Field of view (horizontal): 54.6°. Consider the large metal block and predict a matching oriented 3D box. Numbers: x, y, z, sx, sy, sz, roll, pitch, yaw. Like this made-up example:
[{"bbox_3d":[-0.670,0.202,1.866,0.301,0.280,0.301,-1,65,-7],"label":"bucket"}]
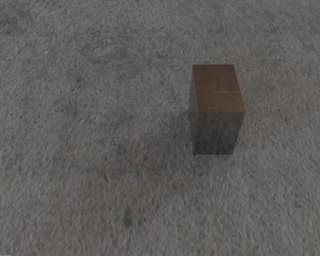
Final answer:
[{"bbox_3d":[0.066,-0.022,0.387,0.050,0.080,0.080,-1,50,0],"label":"large metal block"}]
